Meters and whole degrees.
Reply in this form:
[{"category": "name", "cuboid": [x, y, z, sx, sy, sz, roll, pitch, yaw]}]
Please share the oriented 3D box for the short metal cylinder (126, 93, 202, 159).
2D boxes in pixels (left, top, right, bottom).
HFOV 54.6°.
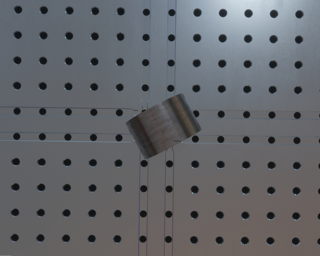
[{"category": "short metal cylinder", "cuboid": [0.005, -0.002, 0.385, 0.080, 0.080, 0.050, -28, 89, 0]}]
